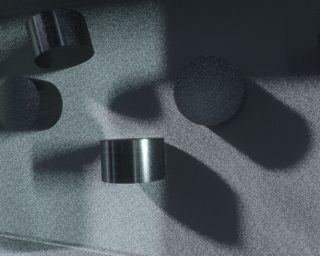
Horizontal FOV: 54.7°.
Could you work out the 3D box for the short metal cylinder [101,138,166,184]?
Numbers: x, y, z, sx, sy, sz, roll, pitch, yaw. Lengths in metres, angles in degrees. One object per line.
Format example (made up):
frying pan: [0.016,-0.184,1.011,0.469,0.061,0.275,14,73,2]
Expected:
short metal cylinder: [-0.034,0.039,0.393,0.080,0.080,0.050,-2,89,20]

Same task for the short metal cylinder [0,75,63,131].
short metal cylinder: [-0.196,-0.036,0.467,0.080,0.050,0.080,0,90,20]

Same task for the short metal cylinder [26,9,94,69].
short metal cylinder: [-0.137,-0.121,0.430,0.080,0.080,0.050,-18,84,19]

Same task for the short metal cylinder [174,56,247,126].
short metal cylinder: [0.062,-0.043,0.375,0.080,0.050,0.080,0,90,20]

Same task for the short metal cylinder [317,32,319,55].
short metal cylinder: [0.205,-0.078,0.309,0.080,0.080,0.050,-8,87,20]
